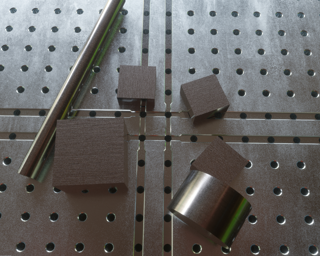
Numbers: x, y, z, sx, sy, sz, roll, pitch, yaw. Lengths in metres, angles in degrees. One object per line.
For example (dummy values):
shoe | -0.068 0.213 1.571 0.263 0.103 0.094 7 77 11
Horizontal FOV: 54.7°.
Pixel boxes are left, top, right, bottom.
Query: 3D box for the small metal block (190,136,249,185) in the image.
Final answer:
small metal block | 0.075 0.047 0.395 0.050 0.025 0.050 41 75 13

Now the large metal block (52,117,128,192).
large metal block | -0.083 0.034 0.385 0.081 0.050 0.080 -2 70 -1

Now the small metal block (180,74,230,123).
small metal block | 0.061 -0.041 0.427 0.050 0.025 0.050 -19 71 -7

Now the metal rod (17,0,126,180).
metal rod | -0.116 -0.071 0.436 0.025 0.025 0.300 19 71 6

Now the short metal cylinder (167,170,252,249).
short metal cylinder | 0.055 0.091 0.350 0.080 0.080 0.050 32 73 10

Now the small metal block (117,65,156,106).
small metal block | -0.032 -0.059 0.433 0.050 0.025 0.050 2 70 0
